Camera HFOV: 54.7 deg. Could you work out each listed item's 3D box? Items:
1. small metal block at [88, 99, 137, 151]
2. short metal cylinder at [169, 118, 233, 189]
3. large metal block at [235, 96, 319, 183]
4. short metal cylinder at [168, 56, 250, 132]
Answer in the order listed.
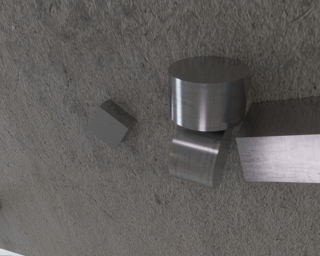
[{"bbox_3d":[-0.068,-0.004,0.440,0.050,0.025,0.050,38,129,2],"label":"small metal block"},{"bbox_3d":[0.049,0.025,0.361,0.050,0.080,0.079,14,124,20],"label":"short metal cylinder"},{"bbox_3d":[0.129,0.010,0.309,0.080,0.080,0.050,-4,117,30],"label":"large metal block"},{"bbox_3d":[0.049,-0.038,0.322,0.080,0.080,0.050,11,123,22],"label":"short metal cylinder"}]
